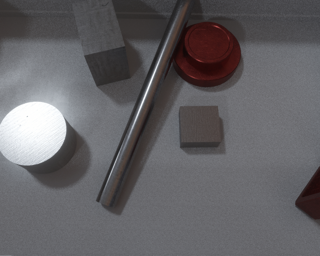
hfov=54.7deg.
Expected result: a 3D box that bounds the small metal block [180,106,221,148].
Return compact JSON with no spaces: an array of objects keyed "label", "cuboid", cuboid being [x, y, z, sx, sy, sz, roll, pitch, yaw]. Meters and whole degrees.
[{"label":"small metal block","cuboid":[0.052,-0.001,0.411,0.050,0.025,0.050,-1,70,-1]}]

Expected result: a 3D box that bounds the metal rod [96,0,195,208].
[{"label":"metal rod","cuboid":[-0.014,-0.044,0.407,0.025,0.025,0.299,19,78,6]}]

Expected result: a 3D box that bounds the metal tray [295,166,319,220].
[{"label":"metal tray","cuboid":[0.221,0.044,0.361,0.030,0.090,0.130,39,74,12]}]

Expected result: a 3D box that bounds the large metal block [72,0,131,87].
[{"label":"large metal block","cuboid":[-0.077,-0.115,0.422,0.050,0.080,0.080,-15,71,-6]}]

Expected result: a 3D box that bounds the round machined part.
[{"label":"round machined part","cuboid":[0.067,-0.111,0.442,0.099,0.042,0.098,0,70,-1]}]

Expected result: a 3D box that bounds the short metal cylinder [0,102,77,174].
[{"label":"short metal cylinder","cuboid":[-0.152,0.014,0.390,0.081,0.050,0.080,0,70,0]}]
